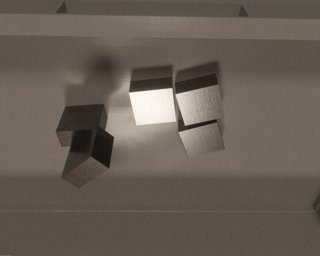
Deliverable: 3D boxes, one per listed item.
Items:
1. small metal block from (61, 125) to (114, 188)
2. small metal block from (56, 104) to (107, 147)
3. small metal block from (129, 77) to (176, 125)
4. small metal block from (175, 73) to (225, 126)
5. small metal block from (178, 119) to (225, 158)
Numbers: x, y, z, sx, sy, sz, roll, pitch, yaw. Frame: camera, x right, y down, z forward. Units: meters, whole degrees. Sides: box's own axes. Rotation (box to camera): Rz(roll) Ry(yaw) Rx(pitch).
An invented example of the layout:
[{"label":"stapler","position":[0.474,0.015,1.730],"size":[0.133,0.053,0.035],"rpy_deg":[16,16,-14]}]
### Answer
[{"label":"small metal block","position":[-0.082,0.033,0.354],"size":[0.050,0.050,0.025],"rpy_deg":[-34,123,25]},{"label":"small metal block","position":[-0.096,-0.004,0.388],"size":[0.050,0.050,0.025],"rpy_deg":[-3,130,2]},{"label":"small metal block","position":[-0.008,-0.032,0.381],"size":[0.050,0.025,0.050],"rpy_deg":[-6,130,4]},{"label":"small metal block","position":[0.049,-0.034,0.381],"size":[0.050,0.025,0.050],"rpy_deg":[-12,129,10]},{"label":"small metal block","position":[0.056,0.009,0.418],"size":[0.050,0.025,0.050],"rpy_deg":[-15,129,12]}]
